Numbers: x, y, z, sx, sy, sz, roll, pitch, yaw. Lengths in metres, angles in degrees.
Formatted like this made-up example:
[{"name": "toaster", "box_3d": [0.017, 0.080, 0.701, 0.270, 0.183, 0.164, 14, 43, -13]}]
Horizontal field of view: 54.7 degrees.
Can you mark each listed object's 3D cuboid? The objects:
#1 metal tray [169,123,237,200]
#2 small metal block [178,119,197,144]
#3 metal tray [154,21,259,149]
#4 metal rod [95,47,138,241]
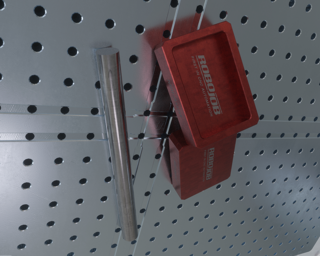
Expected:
[{"name": "metal tray", "box_3d": [0.062, 0.044, 0.453, 0.091, 0.030, 0.129, -23, 139, -15]}, {"name": "small metal block", "box_3d": [0.057, 0.005, 0.446, 0.050, 0.025, 0.050, -21, 127, -16]}, {"name": "metal tray", "box_3d": [0.058, -0.051, 0.372, 0.091, 0.030, 0.129, -23, 101, -15]}, {"name": "metal rod", "box_3d": [-0.052, 0.044, 0.410, 0.025, 0.025, 0.298, -15, 125, -20]}]
